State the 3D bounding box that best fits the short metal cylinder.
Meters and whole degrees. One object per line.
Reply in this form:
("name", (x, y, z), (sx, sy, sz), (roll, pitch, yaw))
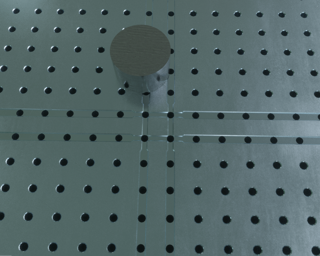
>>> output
("short metal cylinder", (-0.026, -0.095, 0.433), (0.080, 0.050, 0.080), (0, 70, 0))
